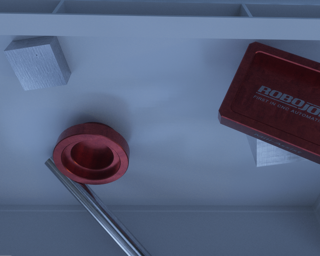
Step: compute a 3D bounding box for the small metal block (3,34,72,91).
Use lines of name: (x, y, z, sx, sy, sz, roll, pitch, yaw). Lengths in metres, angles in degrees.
small metal block: (-0.134, -0.072, 0.345, 0.050, 0.025, 0.050, -7, 130, 5)

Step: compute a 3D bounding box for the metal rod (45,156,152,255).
metal rod: (-0.055, 0.154, 0.441, 0.300, 0.025, 0.025, 47, 120, 2)

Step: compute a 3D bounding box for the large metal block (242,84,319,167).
large metal block: (0.147, -0.005, 0.371, 0.080, 0.080, 0.050, -9, 130, 7)

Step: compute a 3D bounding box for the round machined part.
round machined part: (-0.090, 0.030, 0.422, 0.099, 0.042, 0.097, -1, 130, 0)

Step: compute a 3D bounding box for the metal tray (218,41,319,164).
metal tray: (0.137, -0.025, 0.317, 0.130, 0.090, 0.030, 24, 170, 14)
